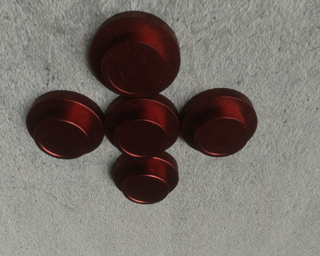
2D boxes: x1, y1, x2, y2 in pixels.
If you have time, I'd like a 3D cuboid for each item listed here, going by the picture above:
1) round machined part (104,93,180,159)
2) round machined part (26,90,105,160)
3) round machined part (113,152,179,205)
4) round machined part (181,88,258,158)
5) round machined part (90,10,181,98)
[{"bbox_3d":[-0.023,0.003,0.400,0.099,0.042,0.097,-1,130,0],"label":"round machined part"},{"bbox_3d":[-0.122,0.003,0.398,0.099,0.042,0.097,-1,130,0],"label":"round machined part"},{"bbox_3d":[-0.021,0.078,0.463,0.099,0.042,0.097,-1,130,0],"label":"round machined part"},{"bbox_3d":[0.076,0.000,0.399,0.099,0.042,0.097,-1,130,0],"label":"round machined part"},{"bbox_3d":[-0.027,-0.072,0.336,0.099,0.042,0.097,-1,130,0],"label":"round machined part"}]
